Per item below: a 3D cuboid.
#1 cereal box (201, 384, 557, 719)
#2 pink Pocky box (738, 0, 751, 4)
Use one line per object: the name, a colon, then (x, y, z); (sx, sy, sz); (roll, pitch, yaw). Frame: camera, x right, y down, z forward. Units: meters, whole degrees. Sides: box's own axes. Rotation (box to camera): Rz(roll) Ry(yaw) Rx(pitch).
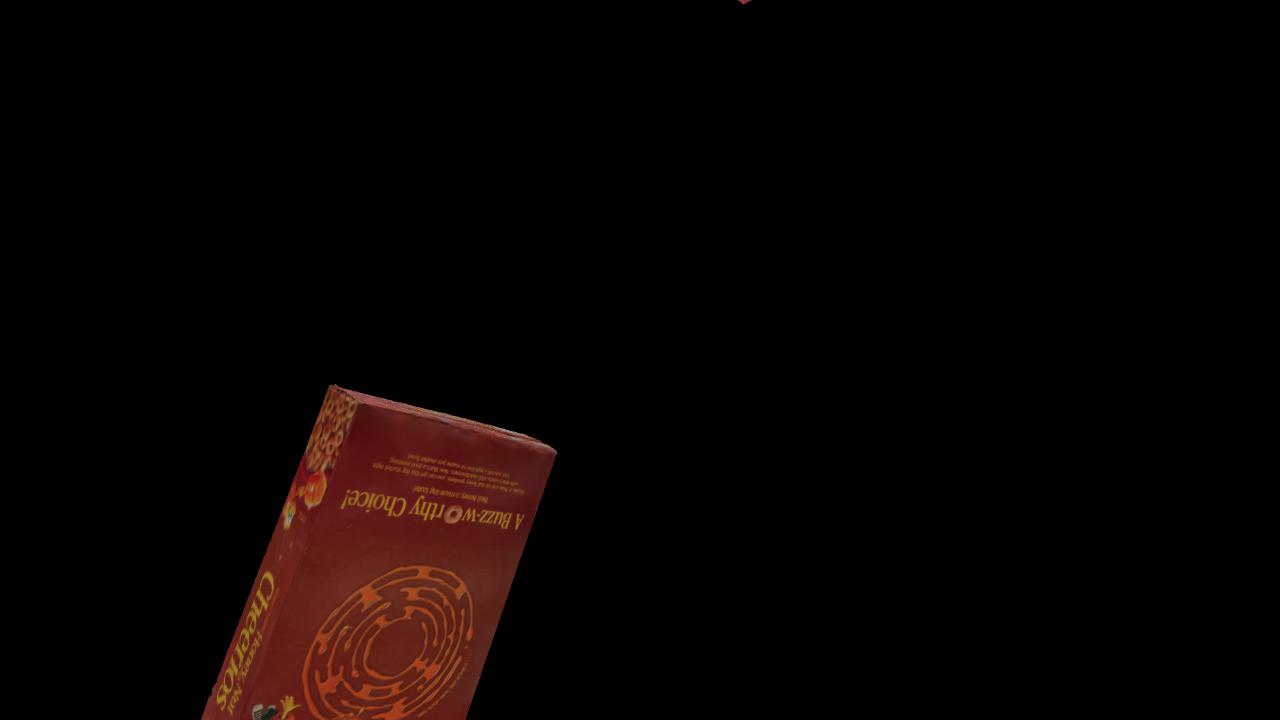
cereal box: (-0.213, 0.195, 0.530); (0.081, 0.306, 0.203); (14, -6, 45)
pink Pocky box: (0.069, -0.339, 0.416); (0.084, 0.029, 0.155); (38, -31, 10)
